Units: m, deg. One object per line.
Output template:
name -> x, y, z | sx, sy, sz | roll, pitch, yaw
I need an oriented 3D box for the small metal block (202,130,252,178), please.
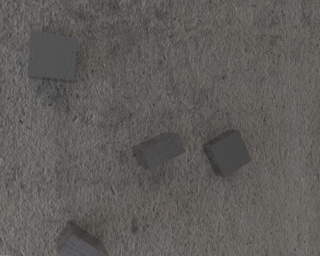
small metal block -> 0.096, 0.036, 0.444 | 0.050, 0.025, 0.050 | -28, 99, -18

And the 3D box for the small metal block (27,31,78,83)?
small metal block -> -0.125, -0.081, 0.362 | 0.050, 0.025, 0.050 | 4, 89, -20

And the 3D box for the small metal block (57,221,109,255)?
small metal block -> -0.091, 0.140, 0.362 | 0.050, 0.050, 0.025 | 39, 78, -16

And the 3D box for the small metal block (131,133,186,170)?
small metal block -> -0.003, 0.028, 0.394 | 0.050, 0.050, 0.025 | -25, 99, -18
